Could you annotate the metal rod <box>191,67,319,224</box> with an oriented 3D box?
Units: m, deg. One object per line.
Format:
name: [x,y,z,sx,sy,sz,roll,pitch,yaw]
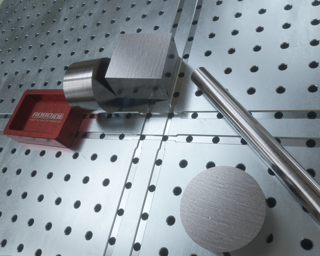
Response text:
metal rod: [0.118,0.025,0.330,0.025,0.025,0.300,-36,51,4]

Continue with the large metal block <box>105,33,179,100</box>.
large metal block: [-0.023,-0.090,0.449,0.080,0.050,0.080,4,63,17]

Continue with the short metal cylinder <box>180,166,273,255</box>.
short metal cylinder: [0.066,0.084,0.305,0.080,0.050,0.080,-13,56,20]

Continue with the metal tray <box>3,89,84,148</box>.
metal tray: [-0.189,-0.019,0.512,0.130,0.030,0.090,4,63,29]

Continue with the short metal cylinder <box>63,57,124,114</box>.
short metal cylinder: [-0.095,-0.061,0.458,0.050,0.080,0.080,-2,61,27]
